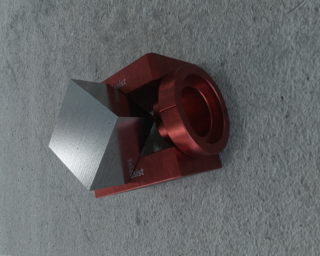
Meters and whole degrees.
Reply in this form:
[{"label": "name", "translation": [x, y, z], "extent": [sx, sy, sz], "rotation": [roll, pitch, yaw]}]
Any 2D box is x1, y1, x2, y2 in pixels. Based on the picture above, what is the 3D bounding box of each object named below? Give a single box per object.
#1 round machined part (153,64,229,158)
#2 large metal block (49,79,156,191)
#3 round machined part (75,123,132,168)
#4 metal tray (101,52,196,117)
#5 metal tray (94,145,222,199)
[{"label": "round machined part", "translation": [0.030, -0.015, 0.332], "extent": [0.042, 0.099, 0.098], "rotation": [-20, 78, 38]}, {"label": "large metal block", "translation": [-0.062, 0.005, 0.319], "extent": [0.080, 0.050, 0.079], "rotation": [36, 112, 33]}, {"label": "round machined part", "translation": [-0.067, 0.023, 0.411], "extent": [0.042, 0.099, 0.098], "rotation": [-20, 78, 38]}, {"label": "metal tray", "translation": [-0.026, -0.044, 0.385], "extent": [0.130, 0.091, 0.030], "rotation": [-23, 76, 37]}, {"label": "metal tray", "translation": [-0.006, 0.051, 0.365], "extent": [0.130, 0.091, 0.030], "rotation": [-22, 76, 37]}]
